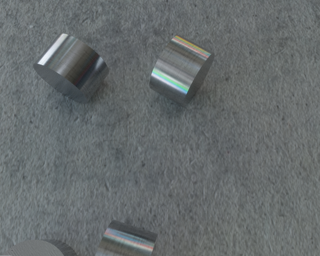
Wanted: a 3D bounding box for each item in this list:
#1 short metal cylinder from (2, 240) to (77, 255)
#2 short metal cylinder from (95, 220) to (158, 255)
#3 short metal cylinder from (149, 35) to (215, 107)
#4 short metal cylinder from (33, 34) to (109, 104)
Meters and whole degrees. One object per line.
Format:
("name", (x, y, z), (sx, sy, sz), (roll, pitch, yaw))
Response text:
("short metal cylinder", (-0.131, 0.163, 0.334), (0.081, 0.050, 0.080), (0, 70, 0))
("short metal cylinder", (-0.038, 0.144, 0.326), (0.050, 0.080, 0.080), (17, 71, 6))
("short metal cylinder", (0.029, -0.074, 0.406), (0.050, 0.080, 0.080), (31, 73, 10))
("short metal cylinder", (-0.115, -0.076, 0.405), (0.080, 0.080, 0.050), (28, 72, 9))
